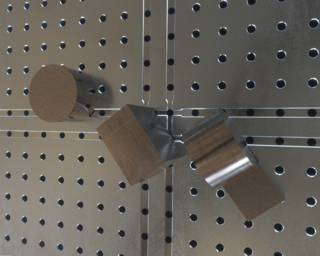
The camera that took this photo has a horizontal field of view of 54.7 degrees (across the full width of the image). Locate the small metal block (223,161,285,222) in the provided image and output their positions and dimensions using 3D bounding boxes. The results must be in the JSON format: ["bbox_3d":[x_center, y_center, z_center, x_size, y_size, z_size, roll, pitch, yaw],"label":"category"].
[{"bbox_3d":[0.113,0.075,0.373,0.050,0.025,0.050,-38,78,16],"label":"small metal block"}]

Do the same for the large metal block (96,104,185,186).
[{"bbox_3d":[-0.022,0.019,0.391,0.050,0.080,0.080,-37,78,16],"label":"large metal block"}]

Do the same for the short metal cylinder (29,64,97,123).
[{"bbox_3d":[-0.139,-0.048,0.448,0.080,0.050,0.079,0,90,20],"label":"short metal cylinder"}]

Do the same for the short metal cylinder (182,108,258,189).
[{"bbox_3d":[0.069,0.023,0.359,0.050,0.080,0.080,-33,79,17],"label":"short metal cylinder"}]
